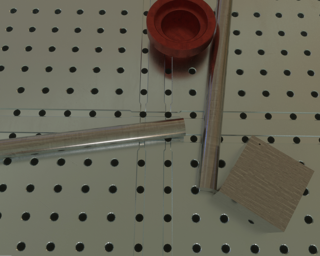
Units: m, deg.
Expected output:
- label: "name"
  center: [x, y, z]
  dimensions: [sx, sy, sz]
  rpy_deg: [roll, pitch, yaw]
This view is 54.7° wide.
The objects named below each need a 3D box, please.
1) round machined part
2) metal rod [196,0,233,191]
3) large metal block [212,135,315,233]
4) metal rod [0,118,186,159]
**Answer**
- label: "round machined part"
  center: [0.030, -0.145, 0.456]
  dimensions: [0.099, 0.042, 0.098]
  rpy_deg: [0, 70, -1]
- label: "metal rod"
  center: [0.080, -0.062, 0.435]
  dimensions: [0.025, 0.025, 0.299]
  rpy_deg: [8, 70, 2]
- label: "large metal block"
  center: [0.122, 0.068, 0.375]
  dimensions: [0.080, 0.050, 0.080]
  rpy_deg: [32, 73, 10]
- label: "metal rod"
  center: [-0.118, 0.017, 0.404]
  dimensions: [0.302, 0.025, 0.025]
  rpy_deg: [-7, 70, -3]
